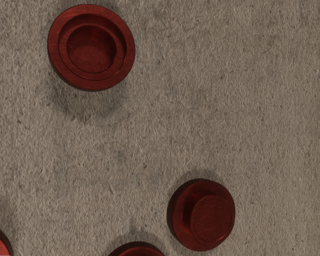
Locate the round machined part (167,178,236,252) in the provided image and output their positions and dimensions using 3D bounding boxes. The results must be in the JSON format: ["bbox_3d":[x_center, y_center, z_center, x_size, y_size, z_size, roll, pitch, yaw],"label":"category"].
[{"bbox_3d":[0.063,0.121,0.425,0.099,0.042,0.097,0,90,-21],"label":"round machined part"}]

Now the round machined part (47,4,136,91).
[{"bbox_3d":[-0.082,-0.092,0.370,0.099,0.042,0.097,0,90,-21],"label":"round machined part"}]

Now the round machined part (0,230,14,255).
[{"bbox_3d":[-0.207,0.144,0.324,0.099,0.042,0.097,0,90,-21],"label":"round machined part"}]

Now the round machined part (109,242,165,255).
[{"bbox_3d":[-0.028,0.199,0.391,0.099,0.042,0.097,0,90,-21],"label":"round machined part"}]
